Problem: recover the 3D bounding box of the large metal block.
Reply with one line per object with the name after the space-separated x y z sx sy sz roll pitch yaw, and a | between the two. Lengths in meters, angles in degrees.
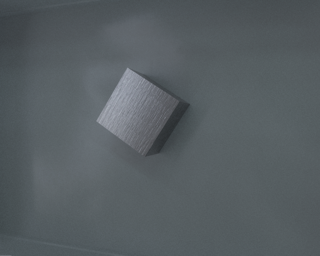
-0.021 -0.020 0.404 0.080 0.050 0.080 35 101 16 | large metal block
